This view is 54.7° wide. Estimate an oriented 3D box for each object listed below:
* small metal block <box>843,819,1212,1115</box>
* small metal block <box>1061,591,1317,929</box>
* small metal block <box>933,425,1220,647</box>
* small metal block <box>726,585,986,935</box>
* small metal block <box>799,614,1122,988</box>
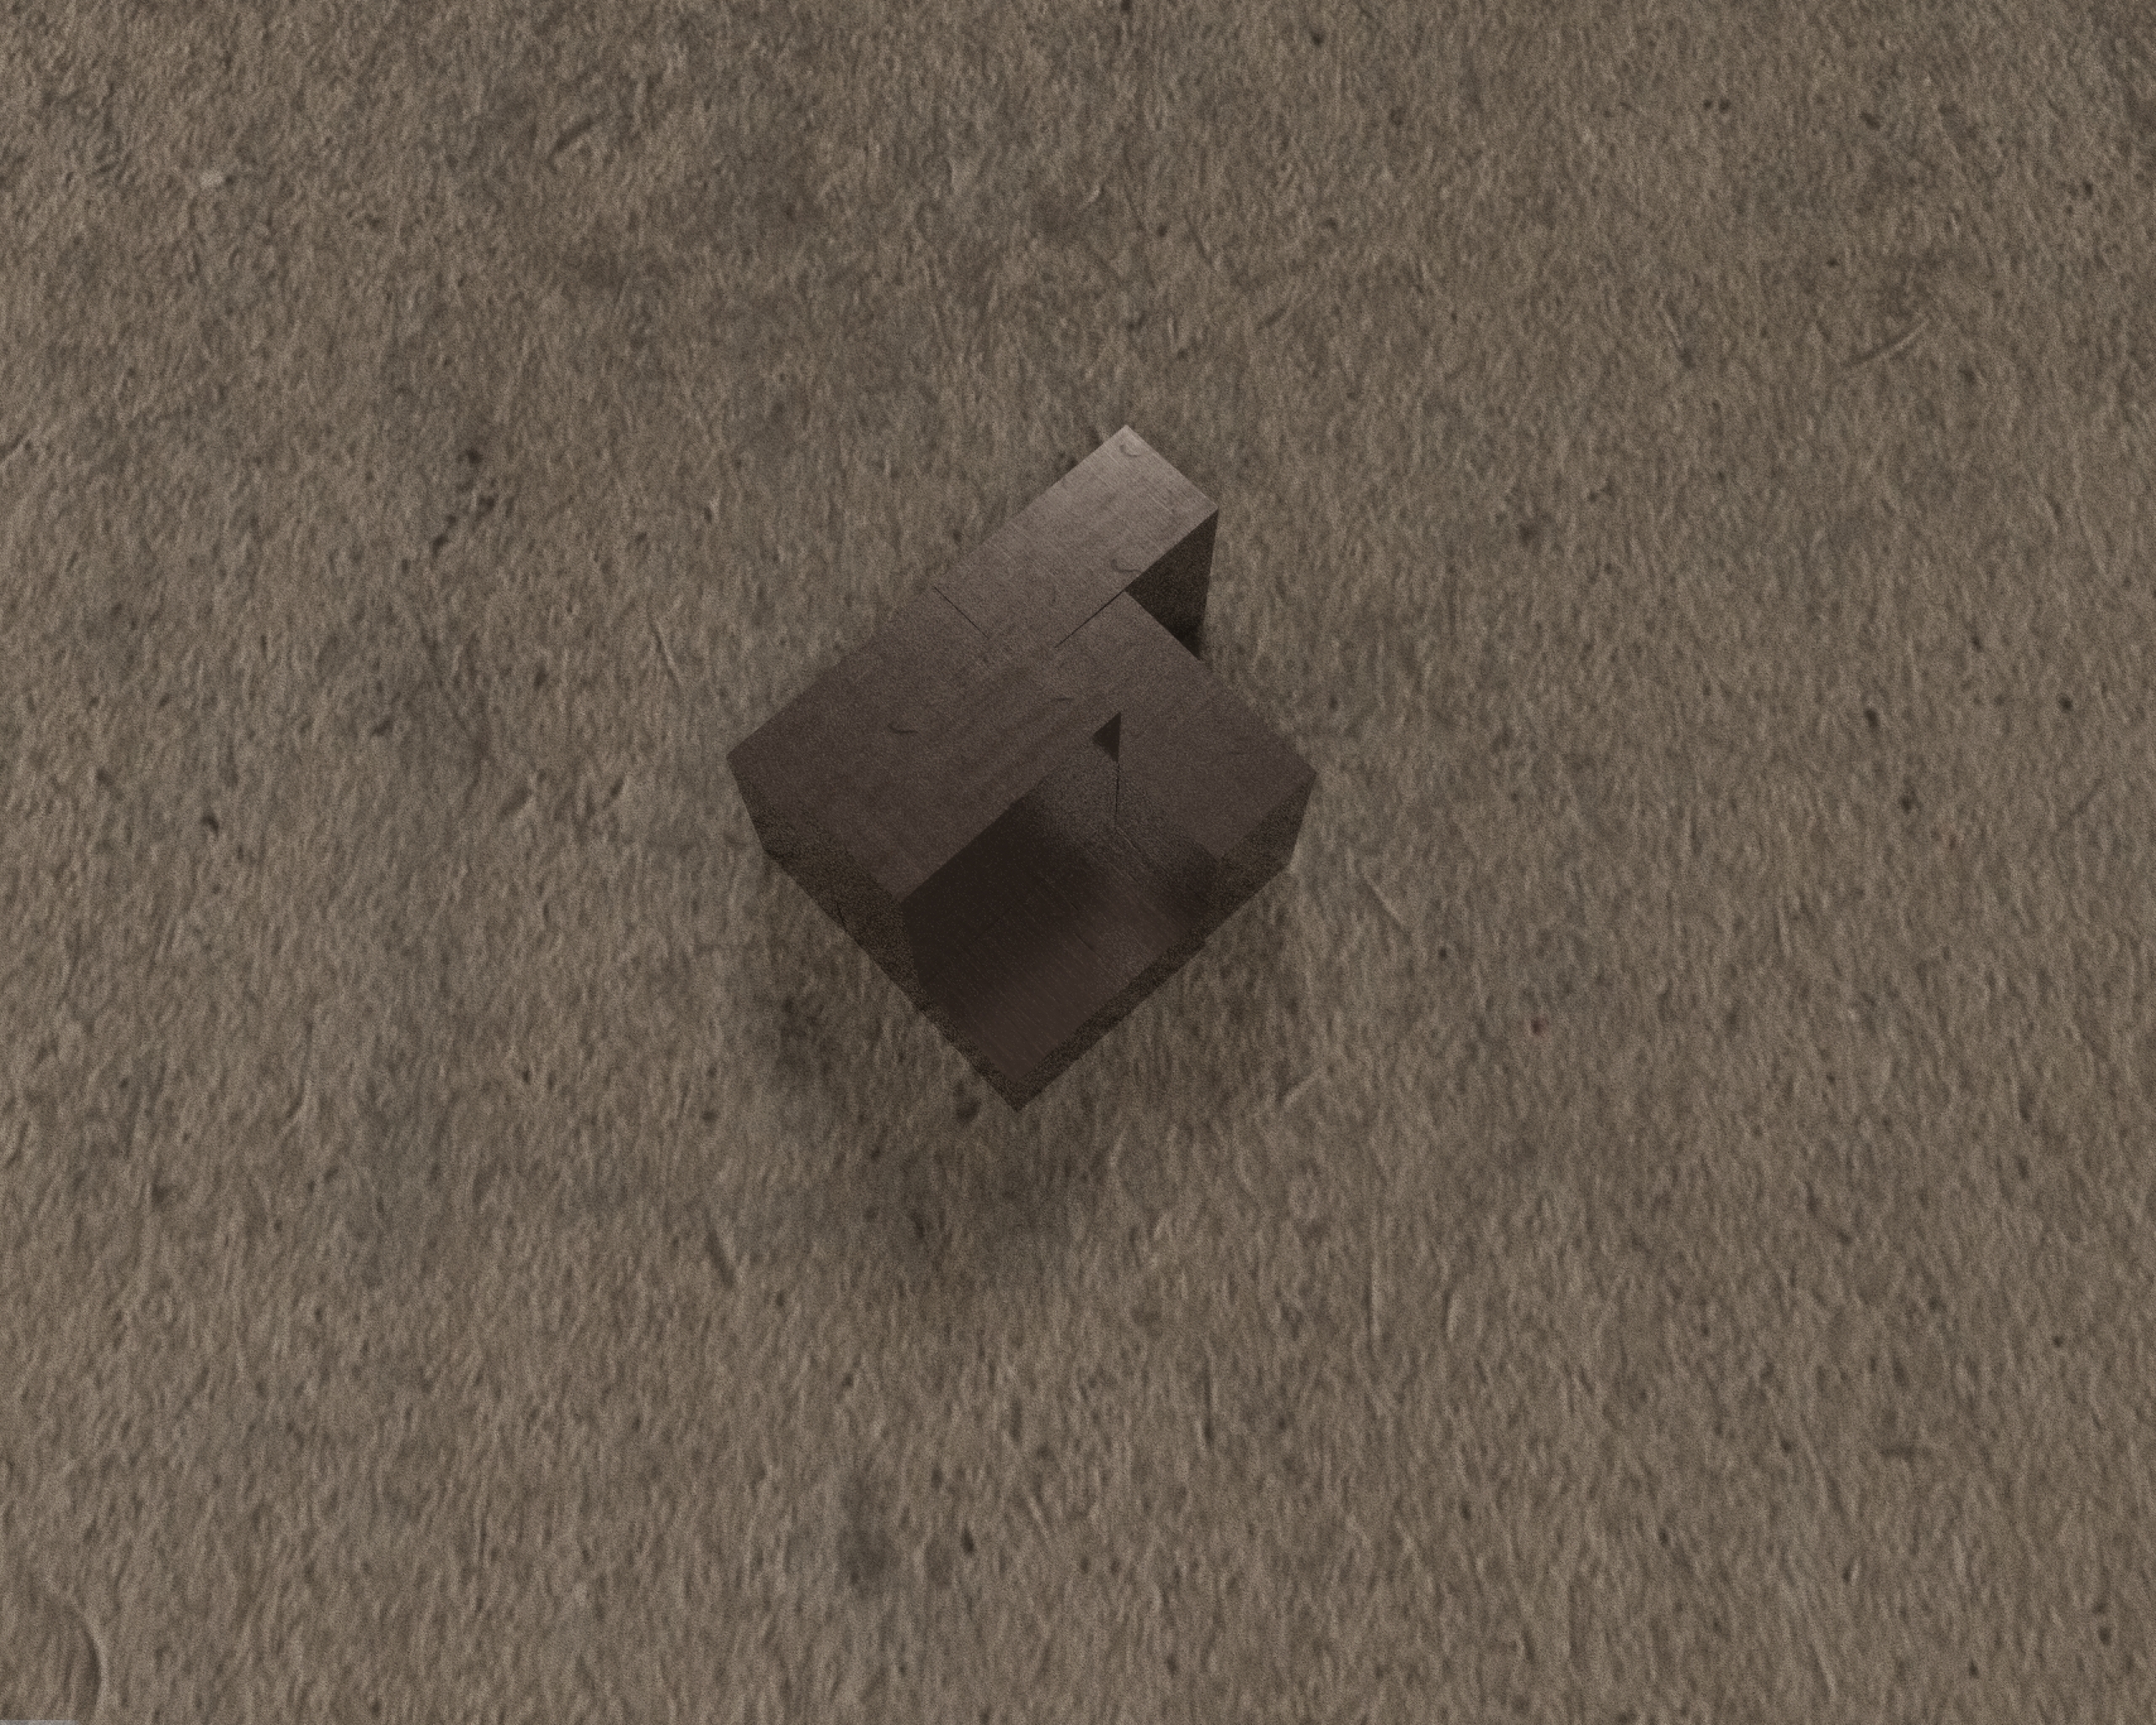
[{"bbox_3d":[-0.010,0.012,0.405,0.050,0.025,0.050,-41,75,-14],"label":"small metal block"},{"bbox_3d":[0.017,-0.017,0.402,0.025,0.050,0.050,-41,76,-14],"label":"small metal block"},{"bbox_3d":[0.000,-0.051,0.414,0.050,0.050,0.025,-42,76,-14],"label":"small metal block"},{"bbox_3d":[-0.037,-0.019,0.402,0.050,0.050,0.025,-42,76,-14],"label":"small metal block"},{"bbox_3d":[-0.020,-0.010,0.373,0.050,0.050,0.025,-42,76,-14],"label":"small metal block"}]
